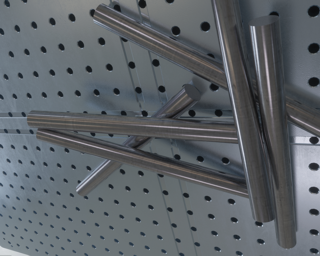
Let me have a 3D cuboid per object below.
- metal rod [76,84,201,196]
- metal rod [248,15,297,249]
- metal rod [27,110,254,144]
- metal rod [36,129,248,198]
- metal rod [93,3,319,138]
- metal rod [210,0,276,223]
[{"bbox_3d":[-0.049,0.034,0.458,0.025,0.025,0.299,46,129,-4],"label":"metal rod"},{"bbox_3d":[0.128,0.031,0.337,0.025,0.025,0.299,0,126,28],"label":"metal rod"},{"bbox_3d":[-0.031,-0.002,0.387,0.301,0.025,0.025,4,121,16],"label":"metal rod"},{"bbox_3d":[-0.026,0.043,0.422,0.301,0.025,0.025,14,125,9],"label":"metal rod"},{"bbox_3d":[0.059,-0.063,0.341,0.301,0.025,0.025,29,128,9],"label":"metal rod"},{"bbox_3d":[0.080,-0.042,0.310,0.025,0.025,0.298,-6,106,31],"label":"metal rod"}]
